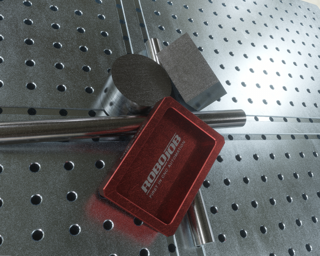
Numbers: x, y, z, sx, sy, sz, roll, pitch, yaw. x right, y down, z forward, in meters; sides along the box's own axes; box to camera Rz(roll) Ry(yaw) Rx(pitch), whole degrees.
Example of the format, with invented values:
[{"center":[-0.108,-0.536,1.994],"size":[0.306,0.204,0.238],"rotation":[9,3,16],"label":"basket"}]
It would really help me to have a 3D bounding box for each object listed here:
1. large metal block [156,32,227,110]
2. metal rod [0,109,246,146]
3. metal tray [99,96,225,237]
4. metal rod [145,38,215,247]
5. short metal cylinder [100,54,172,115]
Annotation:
[{"center":[0.047,-0.075,0.438],"size":[0.080,0.050,0.080],"rotation":[60,14,14],"label":"large metal block"},{"center":[-0.027,-0.004,0.375],"size":[0.303,0.025,0.025],"rotation":[-4,64,-22],"label":"metal rod"},{"center":[0.005,0.041,0.349],"size":[0.090,0.030,0.130],"rotation":[37,71,-12],"label":"metal tray"},{"center":[0.020,0.001,0.418],"size":[0.025,0.025,0.299],"rotation":[1,62,-28],"label":"metal rod"},{"center":[-0.032,-0.049,0.404],"size":[0.081,0.050,0.080],"rotation":[14,56,-21],"label":"short metal cylinder"}]
